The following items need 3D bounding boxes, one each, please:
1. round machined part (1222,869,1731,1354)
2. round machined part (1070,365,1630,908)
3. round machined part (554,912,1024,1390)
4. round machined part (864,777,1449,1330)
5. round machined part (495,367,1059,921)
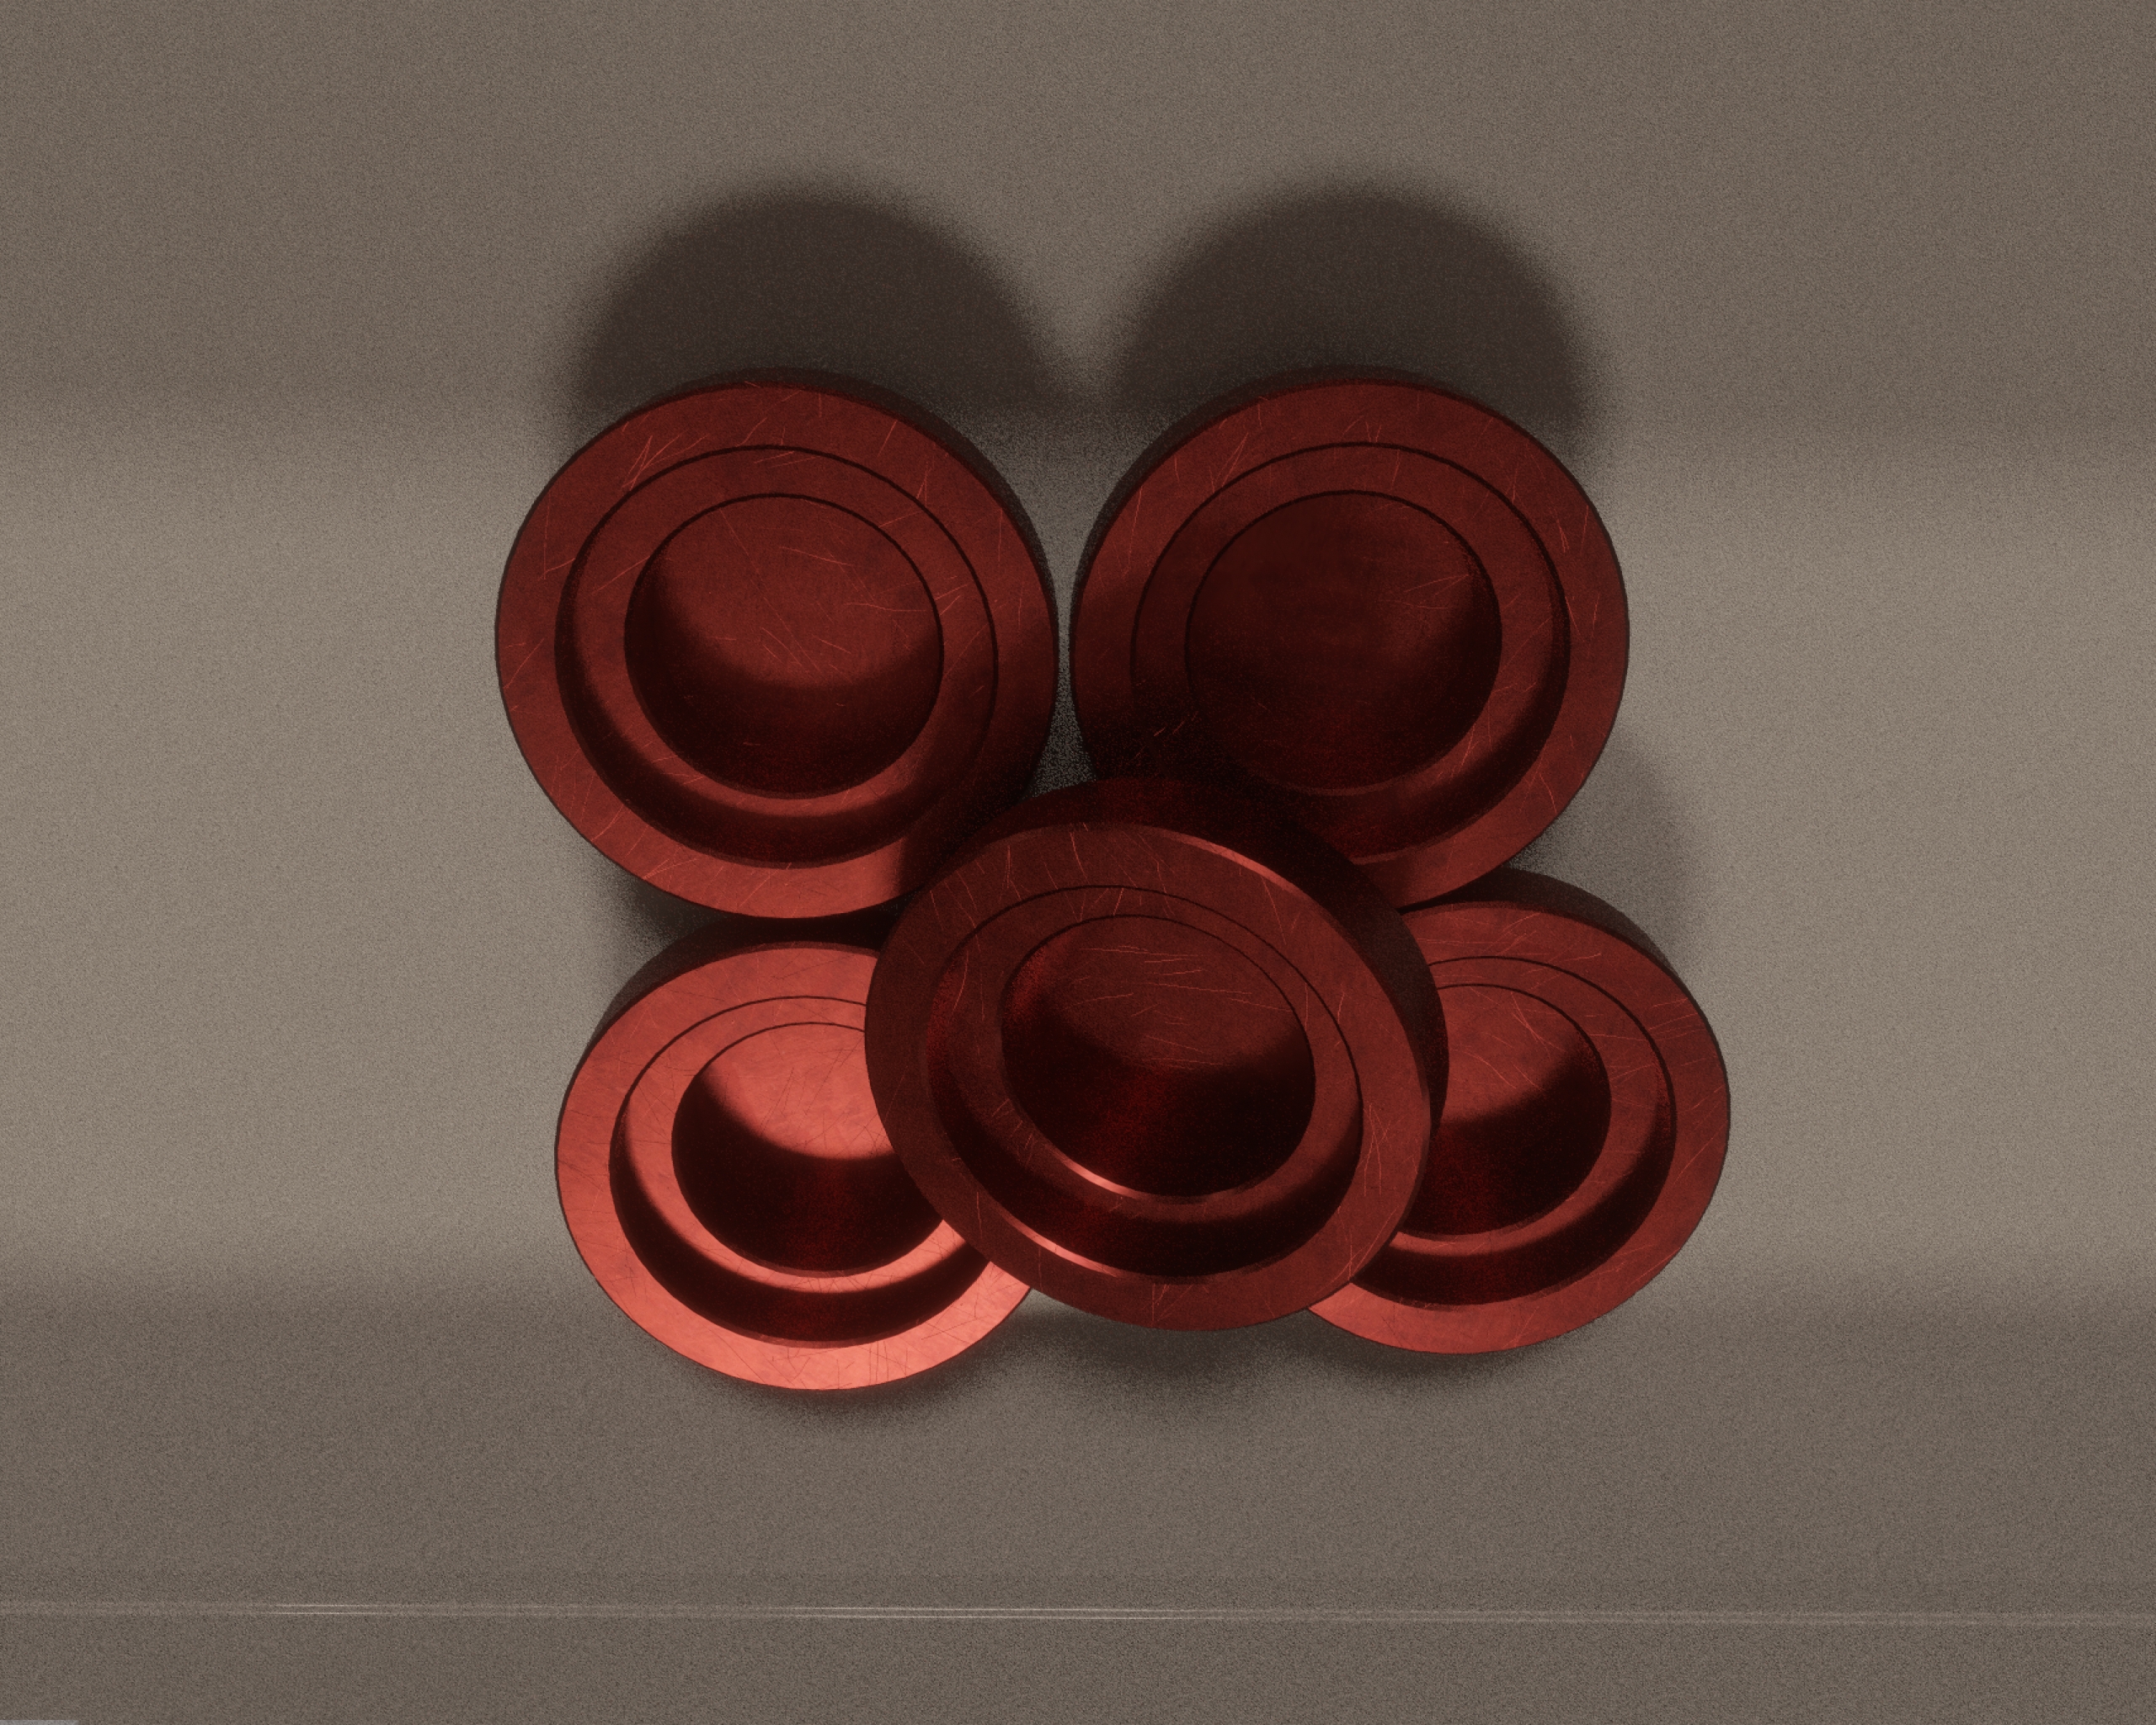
[{"bbox_3d":[0.076,0.046,0.418,0.099,0.042,0.097,0,110,-1],"label":"round machined part"},{"bbox_3d":[0.048,-0.043,0.385,0.099,0.042,0.097,0,110,-1],"label":"round machined part"},{"bbox_3d":[-0.051,0.053,0.419,0.099,0.042,0.097,0,110,-1],"label":"round machined part"},{"bbox_3d":[0.016,0.030,0.366,0.098,0.042,0.097,8,116,16],"label":"round machined part"},{"bbox_3d":[-0.053,-0.042,0.384,0.099,0.042,0.097,0,110,-1],"label":"round machined part"}]
